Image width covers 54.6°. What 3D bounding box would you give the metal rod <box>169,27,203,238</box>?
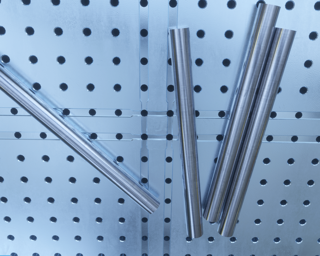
[{"bbox_3d":[0.038,0.020,0.420,0.025,0.025,0.298,-6,110,2],"label":"metal rod"}]

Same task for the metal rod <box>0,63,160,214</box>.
[{"bbox_3d":[-0.114,0.016,0.418,0.025,0.025,0.300,-43,105,14],"label":"metal rod"}]

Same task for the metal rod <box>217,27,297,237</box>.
[{"bbox_3d":[0.125,0.020,0.421,0.025,0.025,0.298,9,110,-4],"label":"metal rod"}]

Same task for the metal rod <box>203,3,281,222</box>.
[{"bbox_3d":[0.102,-0.005,0.412,0.025,0.025,0.298,9,110,-4],"label":"metal rod"}]
